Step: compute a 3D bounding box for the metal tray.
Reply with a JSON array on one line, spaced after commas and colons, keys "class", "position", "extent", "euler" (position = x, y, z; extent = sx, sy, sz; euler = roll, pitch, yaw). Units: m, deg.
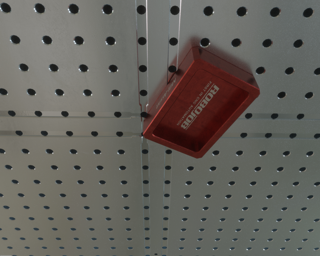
[{"class": "metal tray", "position": [0.047, -0.025, 0.387], "extent": [0.090, 0.030, 0.129], "euler": [23, 127, -18]}]
